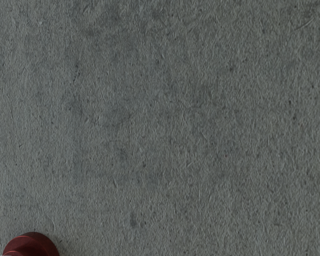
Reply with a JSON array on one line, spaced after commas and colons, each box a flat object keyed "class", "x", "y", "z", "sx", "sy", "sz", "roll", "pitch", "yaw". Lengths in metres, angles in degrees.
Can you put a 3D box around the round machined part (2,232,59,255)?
[{"class": "round machined part", "x": -0.204, "y": 0.213, "z": 0.470, "sx": 0.098, "sy": 0.042, "sz": 0.097, "roll": 0, "pitch": 90, "yaw": 19}]
